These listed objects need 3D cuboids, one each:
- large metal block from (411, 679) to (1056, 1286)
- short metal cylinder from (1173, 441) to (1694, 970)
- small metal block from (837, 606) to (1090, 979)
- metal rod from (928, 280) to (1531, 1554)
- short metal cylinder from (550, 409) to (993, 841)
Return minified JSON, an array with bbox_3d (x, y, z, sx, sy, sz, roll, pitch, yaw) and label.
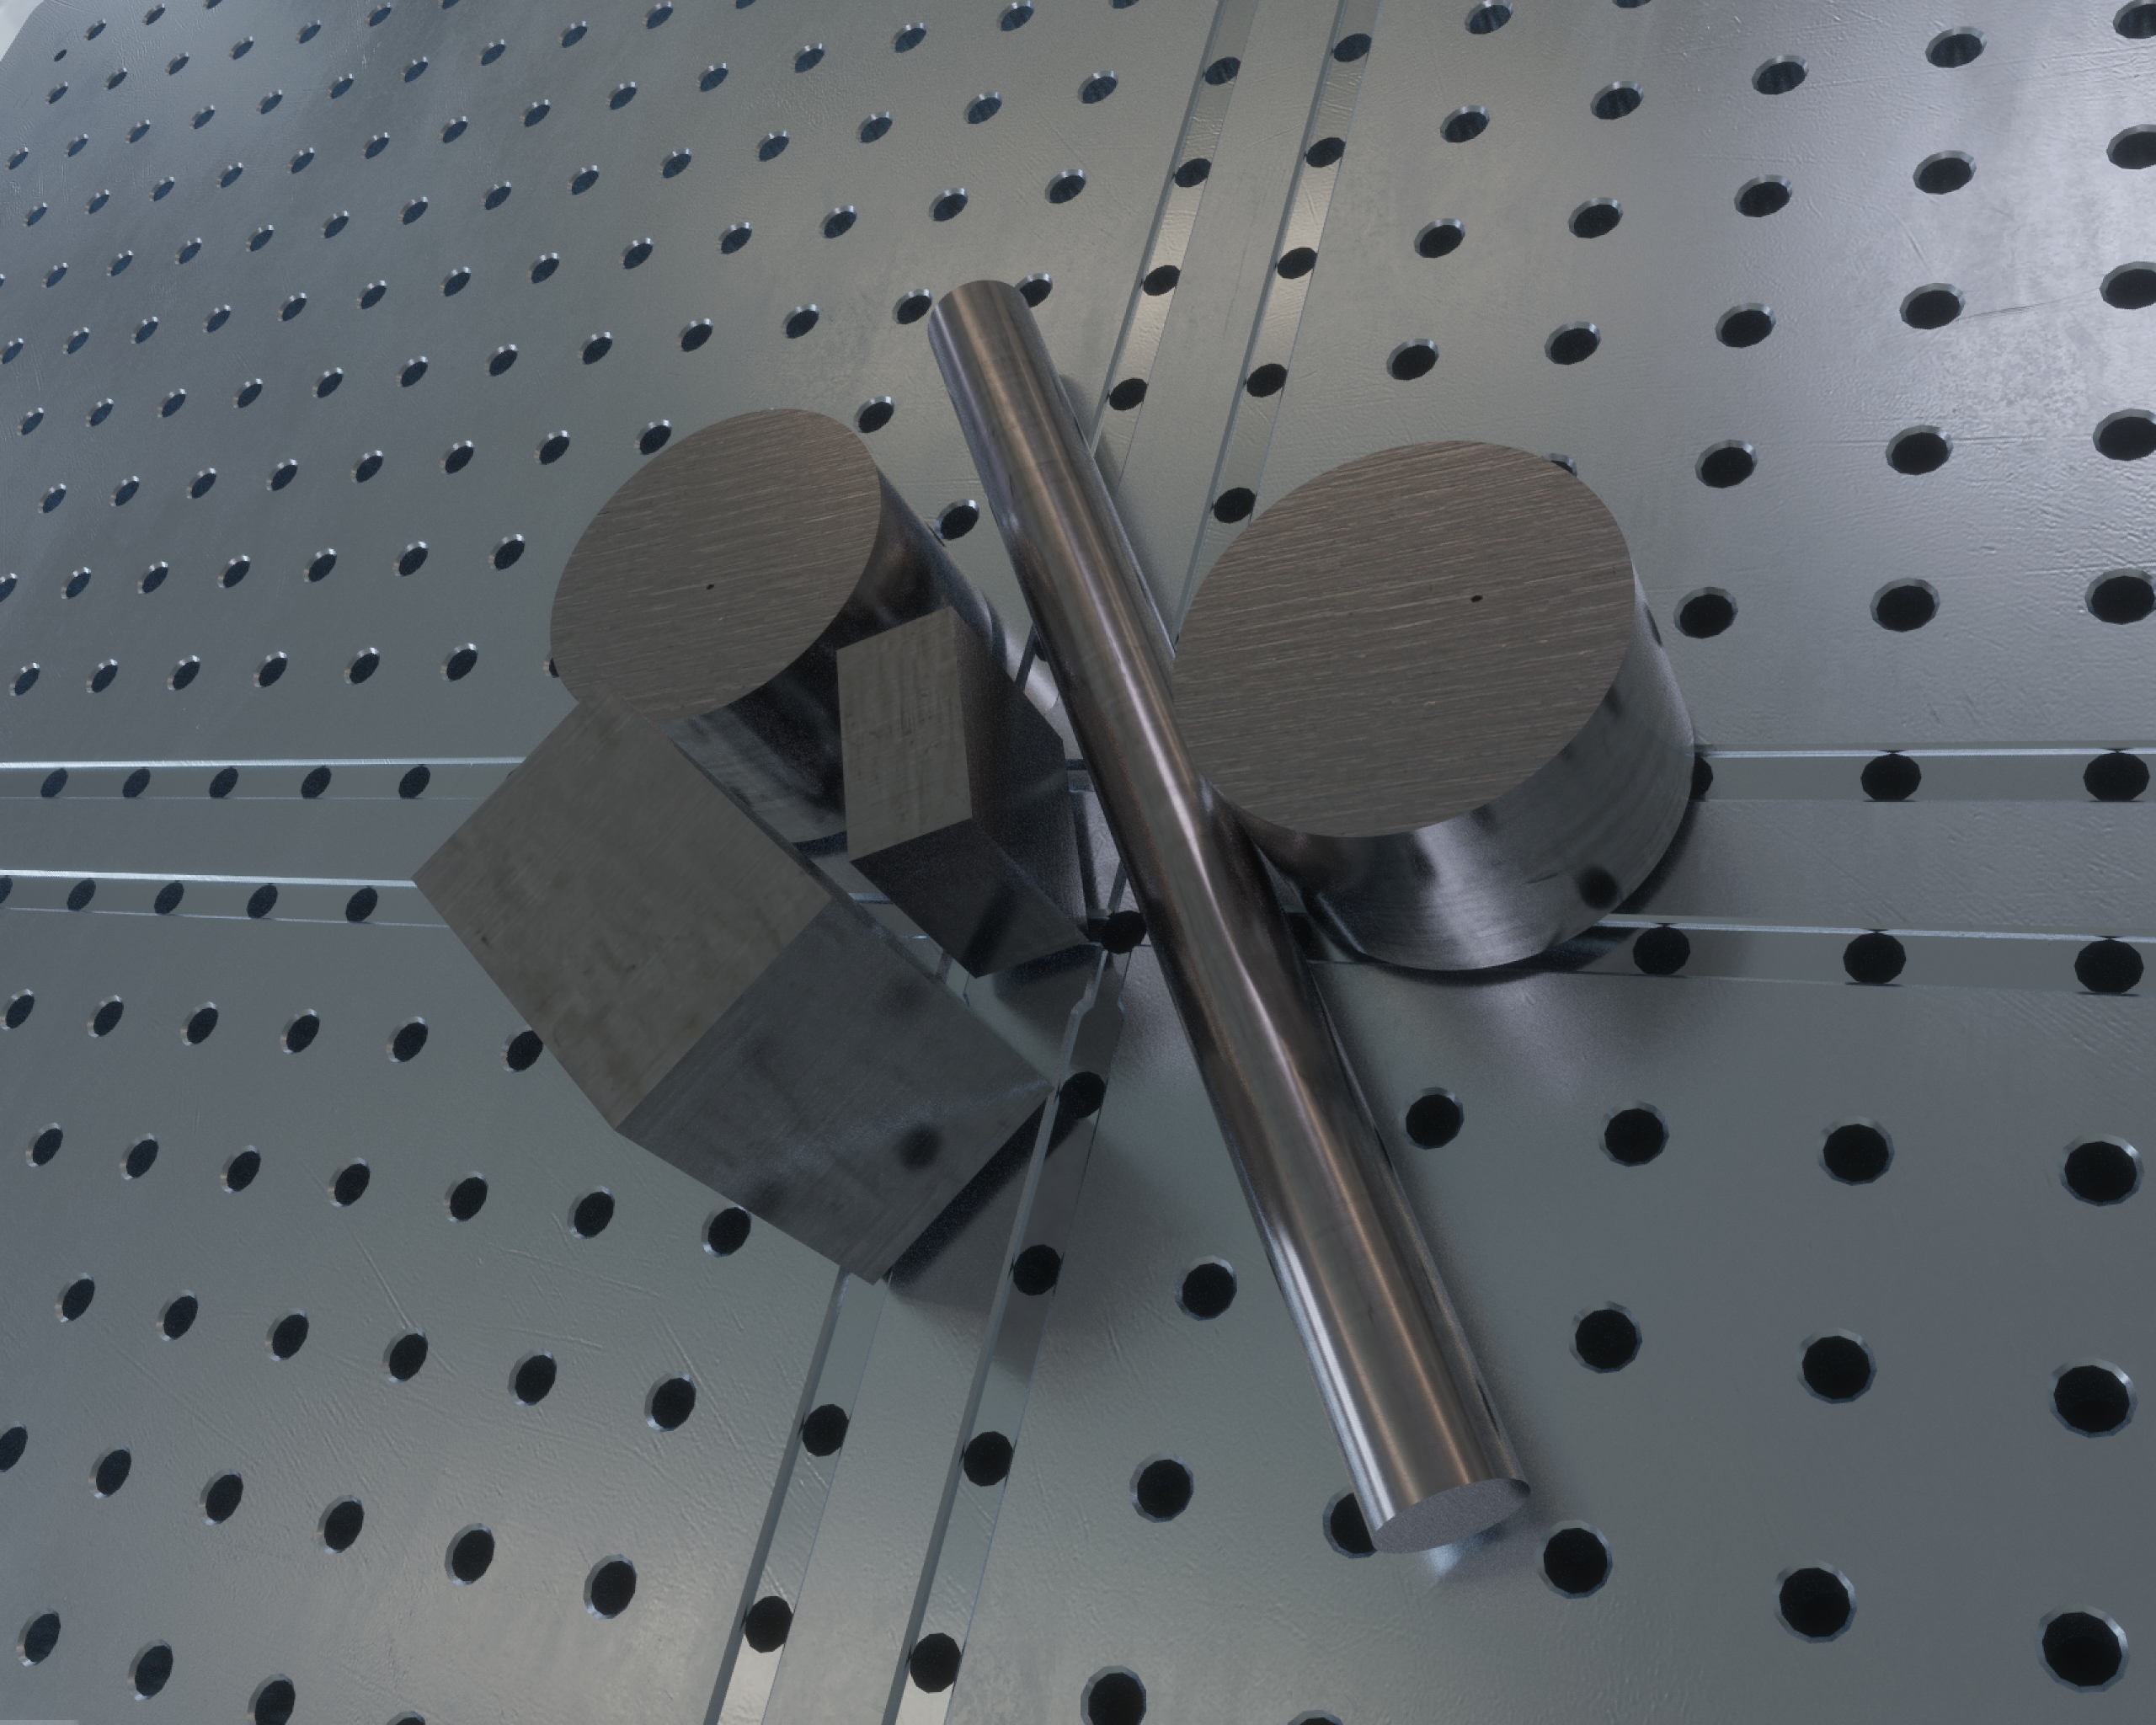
[{"bbox_3d":[-0.063,0.023,0.386,0.050,0.080,0.080,-48,51,-4],"label":"large metal block"},{"bbox_3d":[0.064,-0.027,0.371,0.080,0.050,0.080,-13,56,21],"label":"short metal cylinder"},{"bbox_3d":[-0.022,-0.013,0.406,0.025,0.050,0.050,-19,54,17],"label":"small metal block"},{"bbox_3d":[0.016,-0.014,0.403,0.025,0.025,0.299,-28,52,11],"label":"metal rod"},{"bbox_3d":[-0.066,-0.051,0.453,0.080,0.050,0.080,-13,56,21],"label":"short metal cylinder"}]
